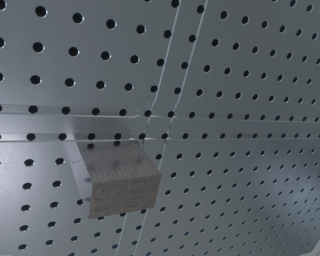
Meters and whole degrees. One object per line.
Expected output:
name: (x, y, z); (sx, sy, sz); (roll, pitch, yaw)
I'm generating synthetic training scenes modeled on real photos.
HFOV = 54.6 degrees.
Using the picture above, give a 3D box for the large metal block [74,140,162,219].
large metal block: (-0.055, 0.058, 0.381); (0.081, 0.080, 0.050); (-3, 120, -27)
